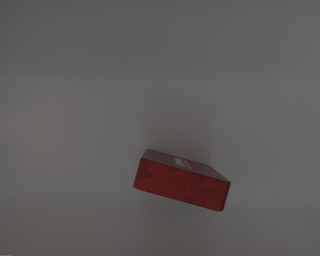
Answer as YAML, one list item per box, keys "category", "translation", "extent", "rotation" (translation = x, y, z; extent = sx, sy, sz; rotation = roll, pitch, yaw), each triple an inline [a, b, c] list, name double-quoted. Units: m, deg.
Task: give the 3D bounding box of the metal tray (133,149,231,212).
- category: "metal tray"
  translation: [0.021, 0.054, 0.359]
  extent: [0.090, 0.130, 0.030]
  rotation: [15, 90, 0]
